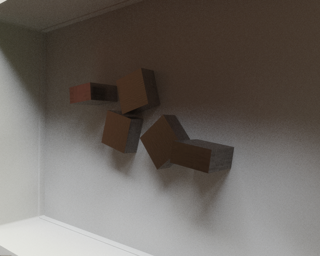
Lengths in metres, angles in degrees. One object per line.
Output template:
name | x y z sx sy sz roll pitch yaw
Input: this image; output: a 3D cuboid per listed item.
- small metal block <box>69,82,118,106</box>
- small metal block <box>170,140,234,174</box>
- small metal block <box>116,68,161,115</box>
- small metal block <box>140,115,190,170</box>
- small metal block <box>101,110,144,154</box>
small metal block | -0.101 -0.051 0.471 0.050 0.050 0.025 -5 87 39
small metal block | 0.048 0.030 0.350 0.050 0.050 0.025 12 98 39
small metal block | -0.031 -0.049 0.430 0.050 0.025 0.050 -19 78 38
small metal block | 0.008 0.018 0.398 0.050 0.025 0.050 -45 64 30
small metal block | -0.055 0.005 0.450 0.050 0.025 0.050 20 103 37
